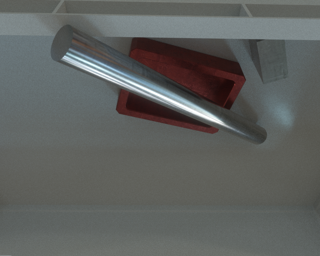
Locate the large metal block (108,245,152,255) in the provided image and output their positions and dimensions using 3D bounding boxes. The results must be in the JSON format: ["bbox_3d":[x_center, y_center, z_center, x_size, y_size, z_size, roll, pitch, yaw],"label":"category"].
[{"bbox_3d":[-0.063,0.296,0.627,0.080,0.080,0.050,30,124,-24],"label":"large metal block"}]

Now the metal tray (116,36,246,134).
[{"bbox_3d":[0.021,-0.046,0.366,0.131,0.030,0.089,12,129,-11],"label":"metal tray"}]

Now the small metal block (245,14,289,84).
[{"bbox_3d":[0.112,-0.083,0.324,0.025,0.050,0.050,-16,129,12],"label":"small metal block"}]

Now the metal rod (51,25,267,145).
[{"bbox_3d":[0.035,-0.022,0.309,0.025,0.025,0.302,-38,145,27],"label":"metal rod"}]
